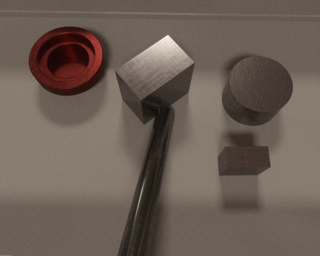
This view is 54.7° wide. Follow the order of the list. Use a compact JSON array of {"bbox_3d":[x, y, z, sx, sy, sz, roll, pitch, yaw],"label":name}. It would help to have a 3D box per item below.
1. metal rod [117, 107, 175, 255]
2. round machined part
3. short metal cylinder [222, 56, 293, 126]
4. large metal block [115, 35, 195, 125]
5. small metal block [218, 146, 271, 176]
[{"bbox_3d":[-0.014,0.073,0.301,0.025,0.025,0.300,10,38,3],"label":"metal rod"},{"bbox_3d":[-0.125,-0.088,0.431,0.099,0.042,0.098,0,70,-1],"label":"round machined part"},{"bbox_3d":[0.128,-0.049,0.416,0.081,0.050,0.080,0,70,0],"label":"short metal cylinder"},{"bbox_3d":[-0.006,-0.059,0.402,0.080,0.080,0.050,-37,75,-13],"label":"large metal block"},{"bbox_3d":[0.102,0.042,0.382,0.050,0.050,0.025,-1,70,-1],"label":"small metal block"}]
